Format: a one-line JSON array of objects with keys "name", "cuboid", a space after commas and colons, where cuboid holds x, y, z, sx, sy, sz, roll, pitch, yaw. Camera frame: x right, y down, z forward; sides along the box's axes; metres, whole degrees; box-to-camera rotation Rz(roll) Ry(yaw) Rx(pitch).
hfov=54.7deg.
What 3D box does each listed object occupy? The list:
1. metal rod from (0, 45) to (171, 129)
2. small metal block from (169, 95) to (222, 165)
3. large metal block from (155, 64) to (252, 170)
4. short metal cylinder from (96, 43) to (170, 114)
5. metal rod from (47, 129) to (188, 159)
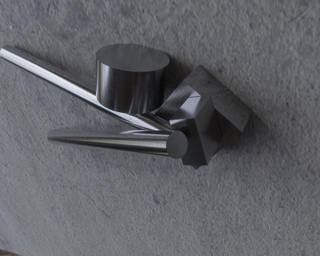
[{"name": "metal rod", "cuboid": [-0.103, -0.050, 0.393, 0.300, 0.025, 0.025, 27, 128, 25]}, {"name": "small metal block", "cuboid": [0.037, 0.002, 0.305, 0.025, 0.050, 0.050, -4, 117, 30]}, {"name": "large metal block", "cuboid": [0.044, -0.011, 0.359, 0.080, 0.050, 0.080, 42, 130, 0]}, {"name": "short metal cylinder", "cuboid": [-0.032, -0.058, 0.354, 0.080, 0.080, 0.050, 19, 126, 16]}, {"name": "metal rod", "cuboid": [-0.078, 0.014, 0.388, 0.300, 0.025, 0.025, 0, 121, 52]}]
